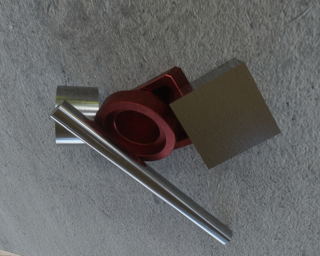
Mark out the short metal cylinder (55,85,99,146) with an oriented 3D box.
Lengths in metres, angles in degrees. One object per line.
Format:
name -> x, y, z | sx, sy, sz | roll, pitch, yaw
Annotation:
short metal cylinder -> -0.109, -0.015, 0.410 | 0.050, 0.080, 0.079 | 1, 126, -14

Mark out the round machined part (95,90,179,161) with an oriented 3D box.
round machined part -> -0.024, -0.007, 0.373 | 0.098, 0.042, 0.097 | 11, 137, 11

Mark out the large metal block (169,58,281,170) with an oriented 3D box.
large metal block -> 0.065, -0.017, 0.325 | 0.080, 0.050, 0.080 | -29, 104, 10

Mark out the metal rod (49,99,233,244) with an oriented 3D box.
metal rod -> -0.008, 0.069, 0.397 | 0.300, 0.025, 0.025 | 41, 131, -23

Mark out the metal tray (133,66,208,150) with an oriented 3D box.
metal tray -> -0.009, -0.012, 0.401 | 0.130, 0.030, 0.090 | -22, 107, 36
